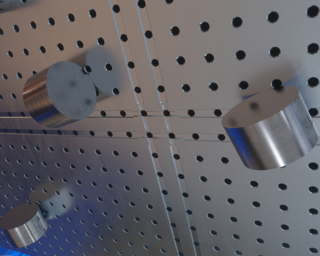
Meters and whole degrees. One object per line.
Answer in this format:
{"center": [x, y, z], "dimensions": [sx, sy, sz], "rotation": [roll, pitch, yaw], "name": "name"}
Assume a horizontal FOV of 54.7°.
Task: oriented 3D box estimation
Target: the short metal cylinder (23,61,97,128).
{"center": [-0.134, -0.044, 0.419], "dimensions": [0.050, 0.080, 0.080], "rotation": [-15, 111, 34], "name": "short metal cylinder"}

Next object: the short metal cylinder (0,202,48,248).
{"center": [-0.286, 0.202, 0.652], "dimensions": [0.080, 0.080, 0.050], "rotation": [0, 118, 28], "name": "short metal cylinder"}

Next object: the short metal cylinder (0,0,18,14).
{"center": [-0.235, -0.187, 0.403], "dimensions": [0.080, 0.050, 0.079], "rotation": [13, 124, 21], "name": "short metal cylinder"}

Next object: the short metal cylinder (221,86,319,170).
{"center": [0.111, -0.001, 0.316], "dimensions": [0.080, 0.080, 0.050], "rotation": [-20, 108, 35], "name": "short metal cylinder"}
